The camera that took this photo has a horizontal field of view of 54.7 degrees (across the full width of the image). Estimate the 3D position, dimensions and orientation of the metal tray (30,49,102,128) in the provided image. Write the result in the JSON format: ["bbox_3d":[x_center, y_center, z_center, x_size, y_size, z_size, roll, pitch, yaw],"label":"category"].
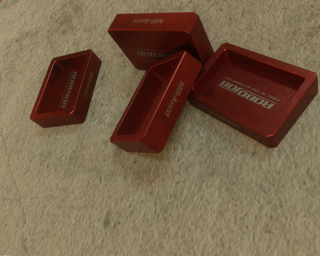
[{"bbox_3d":[-0.156,-0.067,0.520,0.090,0.030,0.130,-6,59,25],"label":"metal tray"}]

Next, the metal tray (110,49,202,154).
[{"bbox_3d":[-0.007,-0.032,0.397,0.090,0.030,0.130,-5,55,57],"label":"metal tray"}]

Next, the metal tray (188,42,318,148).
[{"bbox_3d":[0.104,-0.045,0.372,0.130,0.030,0.090,34,80,38],"label":"metal tray"}]

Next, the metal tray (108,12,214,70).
[{"bbox_3d":[0.003,-0.115,0.429,0.130,0.090,0.030,12,68,33],"label":"metal tray"}]
